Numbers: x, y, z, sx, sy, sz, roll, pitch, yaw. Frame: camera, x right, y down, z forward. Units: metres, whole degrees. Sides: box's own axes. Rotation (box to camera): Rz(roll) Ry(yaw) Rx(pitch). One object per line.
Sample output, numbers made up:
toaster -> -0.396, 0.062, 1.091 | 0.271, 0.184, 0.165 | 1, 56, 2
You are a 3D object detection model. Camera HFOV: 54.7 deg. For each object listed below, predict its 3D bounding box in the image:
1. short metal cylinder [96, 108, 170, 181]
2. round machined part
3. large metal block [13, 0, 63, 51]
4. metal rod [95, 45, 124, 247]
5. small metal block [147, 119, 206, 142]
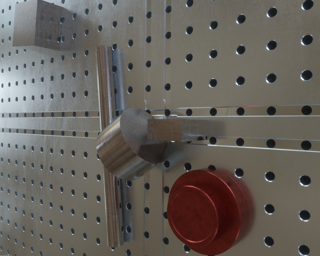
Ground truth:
short metal cylinder -> -0.034, 0.021, 0.399 | 0.050, 0.081, 0.080 | -38, 67, 33
round machined part -> 0.047, 0.098, 0.358 | 0.098, 0.042, 0.097 | 0, 90, 39
large metal block -> -0.229, -0.188, 0.578 | 0.080, 0.050, 0.079 | 10, 97, 39
metal rod -> -0.076, 0.025, 0.469 | 0.025, 0.025, 0.298 | -7, 86, 39
small metal block -> 0.021, 0.002, 0.375 | 0.050, 0.050, 0.025 | 2, 91, 39
